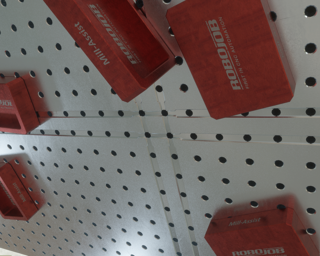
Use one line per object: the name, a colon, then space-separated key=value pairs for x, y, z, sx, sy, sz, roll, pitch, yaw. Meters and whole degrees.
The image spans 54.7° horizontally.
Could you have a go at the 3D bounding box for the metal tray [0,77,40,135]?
metal tray: x=-0.275 y=-0.040 z=0.524 sx=0.130 sy=0.030 sz=0.089 roll=5 pitch=121 yaw=25

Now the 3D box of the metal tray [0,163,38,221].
metal tray: x=-0.329 y=0.137 z=0.662 sx=0.090 sy=0.030 sz=0.129 roll=-7 pitch=115 yaw=31

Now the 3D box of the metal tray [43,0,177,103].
metal tray: x=-0.046 y=-0.101 z=0.329 sx=0.030 sy=0.090 sz=0.130 roll=-30 pitch=102 yaw=37

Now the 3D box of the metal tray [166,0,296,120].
metal tray: x=0.074 y=-0.079 z=0.319 sx=0.090 sy=0.030 sz=0.129 roll=-15 pitch=111 yaw=33

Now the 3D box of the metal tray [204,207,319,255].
metal tray: x=0.140 y=0.166 z=0.436 sx=0.130 sy=0.030 sz=0.090 roll=-24 pitch=106 yaw=36
